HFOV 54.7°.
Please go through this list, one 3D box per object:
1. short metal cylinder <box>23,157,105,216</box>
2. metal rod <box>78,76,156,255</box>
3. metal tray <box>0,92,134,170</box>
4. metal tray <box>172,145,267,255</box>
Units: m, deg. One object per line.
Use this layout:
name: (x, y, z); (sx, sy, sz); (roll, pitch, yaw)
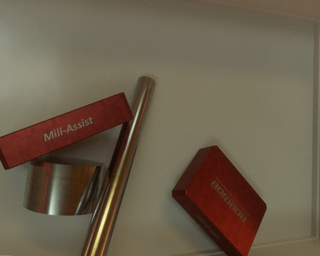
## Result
short metal cylinder: (-0.105, 0.061, 0.343); (0.081, 0.080, 0.050); (7, 88, -20)
metal rod: (-0.049, 0.064, 0.328); (0.025, 0.025, 0.300); (26, 56, -18)
metal tray: (-0.103, 0.000, 0.338); (0.131, 0.090, 0.030); (-23, 98, -19)
metal tray: (0.086, 0.100, 0.425); (0.130, 0.030, 0.090); (49, 54, -14)
